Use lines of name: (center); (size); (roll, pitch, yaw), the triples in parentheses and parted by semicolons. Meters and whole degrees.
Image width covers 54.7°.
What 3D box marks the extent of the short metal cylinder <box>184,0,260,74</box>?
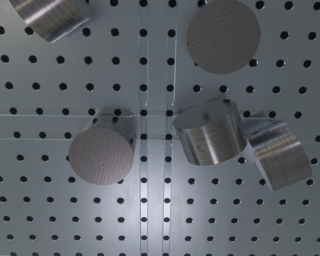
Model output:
short metal cylinder: (0.069, -0.107, 0.361); (0.081, 0.050, 0.079); (0, 110, 0)

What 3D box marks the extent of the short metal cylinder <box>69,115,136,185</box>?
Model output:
short metal cylinder: (-0.074, 0.028, 0.410); (0.081, 0.050, 0.079); (0, 110, 0)

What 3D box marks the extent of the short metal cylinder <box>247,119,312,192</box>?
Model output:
short metal cylinder: (0.150, 0.035, 0.398); (0.050, 0.080, 0.080); (-26, 108, 9)

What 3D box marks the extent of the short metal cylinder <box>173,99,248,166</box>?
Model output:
short metal cylinder: (0.062, 0.004, 0.386); (0.080, 0.080, 0.050); (-19, 109, 7)

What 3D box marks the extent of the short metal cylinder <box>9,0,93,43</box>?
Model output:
short metal cylinder: (-0.118, -0.139, 0.331); (0.050, 0.080, 0.080); (-30, 108, 10)
